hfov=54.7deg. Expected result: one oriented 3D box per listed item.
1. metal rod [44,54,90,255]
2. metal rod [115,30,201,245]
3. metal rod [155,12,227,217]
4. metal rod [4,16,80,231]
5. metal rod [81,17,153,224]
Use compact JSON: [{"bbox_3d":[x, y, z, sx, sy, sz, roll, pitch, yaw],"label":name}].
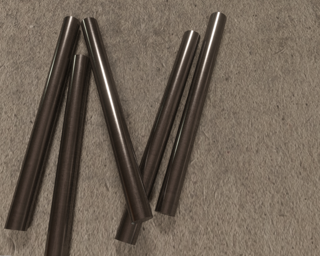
[{"bbox_3d":[-0.116,0.042,0.391,0.025,0.025,0.299,2,70,0],"label":"metal rod"},{"bbox_3d":[0.004,-0.002,0.408,0.025,0.025,0.299,16,71,5],"label":"metal rod"},{"bbox_3d":[0.047,-0.032,0.420,0.025,0.025,0.299,15,70,5],"label":"metal rod"},{"bbox_3d":[-0.150,-0.020,0.413,0.025,0.025,0.299,7,70,2],"label":"metal rod"},{"bbox_3d":[-0.063,-0.027,0.402,0.025,0.025,0.299,-16,65,-6],"label":"metal rod"}]
